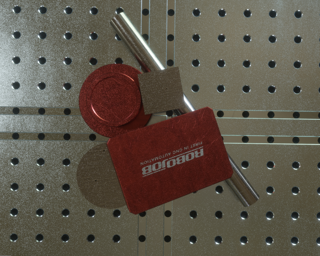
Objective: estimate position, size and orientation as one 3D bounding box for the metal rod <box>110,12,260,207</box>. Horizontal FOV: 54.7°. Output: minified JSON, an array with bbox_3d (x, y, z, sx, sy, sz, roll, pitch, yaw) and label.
[{"bbox_3d":[0.033,-0.024,0.410,0.025,0.025,0.299,-36,90,0],"label":"metal rod"}]

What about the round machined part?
[{"bbox_3d":[-0.056,-0.035,0.400,0.099,0.042,0.097,0,90,1],"label":"round machined part"}]

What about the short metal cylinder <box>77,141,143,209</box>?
[{"bbox_3d":[-0.060,0.057,0.396,0.081,0.050,0.079,0,90,0],"label":"short metal cylinder"}]

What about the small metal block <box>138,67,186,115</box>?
[{"bbox_3d":[0.003,-0.046,0.386,0.050,0.025,0.050,-10,93,5],"label":"small metal block"}]

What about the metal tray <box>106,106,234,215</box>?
[{"bbox_3d":[0.012,0.036,0.369,0.131,0.030,0.090,-18,90,-13],"label":"metal tray"}]
